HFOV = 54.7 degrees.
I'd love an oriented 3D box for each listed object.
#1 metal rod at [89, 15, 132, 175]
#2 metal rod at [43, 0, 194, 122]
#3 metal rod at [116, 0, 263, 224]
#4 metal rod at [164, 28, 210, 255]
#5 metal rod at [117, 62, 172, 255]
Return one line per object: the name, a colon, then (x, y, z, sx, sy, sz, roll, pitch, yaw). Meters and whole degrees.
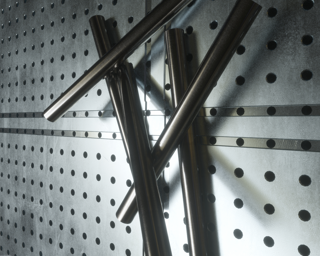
metal rod: (-0.056, -0.032, 0.453, 0.025, 0.025, 0.299, -28, 73, 36)
metal rod: (-0.063, -0.098, 0.431, 0.299, 0.025, 0.025, -35, 68, 24)
metal rod: (0.021, -0.003, 0.356, 0.025, 0.025, 0.298, 43, 116, 31)
metal rod: (0.034, 0.026, 0.379, 0.025, 0.025, 0.298, -10, 84, 39)
metal rod: (-0.023, 0.030, 0.361, 0.025, 0.025, 0.299, -41, 45, 32)
